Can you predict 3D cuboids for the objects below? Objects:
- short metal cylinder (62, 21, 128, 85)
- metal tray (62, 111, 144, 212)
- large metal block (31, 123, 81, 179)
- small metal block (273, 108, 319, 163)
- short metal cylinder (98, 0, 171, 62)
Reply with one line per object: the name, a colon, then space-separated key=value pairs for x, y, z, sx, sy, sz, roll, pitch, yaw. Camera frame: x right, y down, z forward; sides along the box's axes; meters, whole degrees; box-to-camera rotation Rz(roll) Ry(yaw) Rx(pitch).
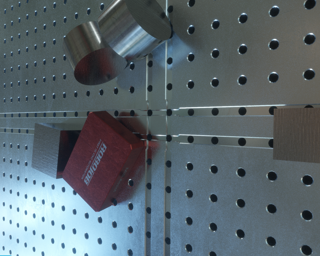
short metal cylinder: x=-0.094 y=-0.107 z=0.451 sx=0.080 sy=0.081 sz=0.050 roll=-41 pitch=65 yaw=32
metal tray: x=-0.090 y=0.050 z=0.471 sx=0.090 sy=0.030 sz=0.129 roll=38 pitch=114 yaw=22
large metal block: x=-0.177 y=0.037 z=0.539 sx=0.080 sy=0.050 sz=0.079 roll=12 pitch=98 yaw=39
small metal block: x=0.138 y=0.006 z=0.296 sx=0.050 sy=0.025 sz=0.050 roll=1 pitch=91 yaw=40
short metal cylinder: x=-0.031 y=-0.134 z=0.400 sx=0.050 sy=0.081 sz=0.080 roll=-30 pitch=72 yaw=36
